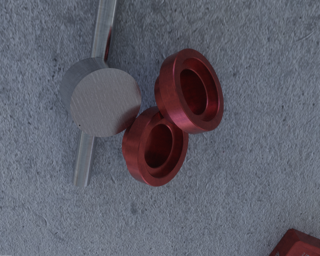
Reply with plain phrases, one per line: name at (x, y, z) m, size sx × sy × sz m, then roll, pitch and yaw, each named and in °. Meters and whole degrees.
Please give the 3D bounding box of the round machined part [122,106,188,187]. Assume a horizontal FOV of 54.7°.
round machined part at (-0.009, 0.021, 0.389) m, size 0.042 × 0.099 × 0.097 m, roll 12°, pitch 116°, yaw 38°

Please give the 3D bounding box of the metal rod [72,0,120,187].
metal rod at (-0.079, -0.060, 0.386) m, size 0.025 × 0.025 × 0.298 m, roll 12°, pitch 110°, yaw -5°

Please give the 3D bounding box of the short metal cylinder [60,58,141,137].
short metal cylinder at (-0.069, -0.036, 0.356) m, size 0.081 × 0.050 × 0.079 m, roll -14°, pitch 120°, yaw -25°

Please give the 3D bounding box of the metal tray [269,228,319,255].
metal tray at (0.216, 0.232, 0.495) m, size 0.090 × 0.030 × 0.129 m, roll 24°, pitch 108°, yaw -9°

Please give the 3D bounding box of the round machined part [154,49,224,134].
round machined part at (0.031, -0.040, 0.365) m, size 0.042 × 0.098 × 0.098 m, roll -16°, pitch 113°, yaw 39°
